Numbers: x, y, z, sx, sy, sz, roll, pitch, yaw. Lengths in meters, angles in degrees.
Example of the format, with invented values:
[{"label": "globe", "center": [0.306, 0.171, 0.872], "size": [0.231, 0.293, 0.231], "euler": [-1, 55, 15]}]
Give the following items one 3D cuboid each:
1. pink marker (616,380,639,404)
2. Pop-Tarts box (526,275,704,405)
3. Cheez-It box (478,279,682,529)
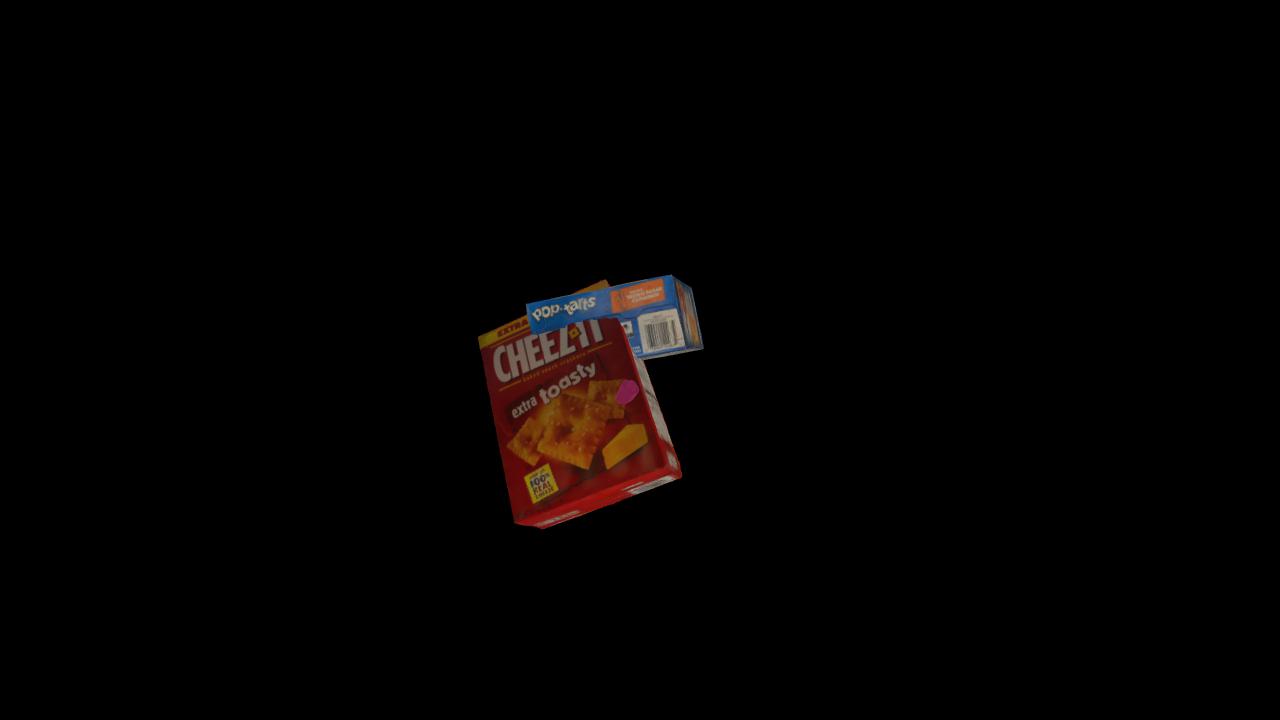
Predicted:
[{"label": "pink marker", "center": [-0.031, 0.062, 0.634], "size": [0.020, 0.020, 0.121], "euler": [0, -41, -32]}, {"label": "Pop-Tarts box", "center": [-0.023, -0.038, 0.712], "size": [0.167, 0.083, 0.141], "euler": [-9, -1, 14]}, {"label": "Cheez-It box", "center": [-0.069, 0.046, 0.657], "size": [0.166, 0.223, 0.071], "euler": [-22, -25, 9]}]
